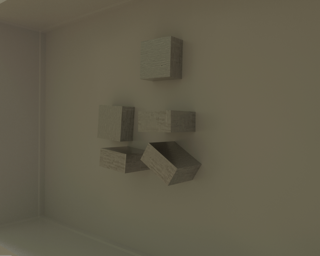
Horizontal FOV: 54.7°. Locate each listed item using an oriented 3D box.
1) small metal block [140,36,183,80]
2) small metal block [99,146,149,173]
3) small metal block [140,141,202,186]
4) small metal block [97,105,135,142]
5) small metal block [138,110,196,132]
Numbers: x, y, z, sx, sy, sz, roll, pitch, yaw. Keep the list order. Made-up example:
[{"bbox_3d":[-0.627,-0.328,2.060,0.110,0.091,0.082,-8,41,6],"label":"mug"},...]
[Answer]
[{"bbox_3d":[0.002,-0.089,0.404,0.050,0.025,0.050,3,92,39],"label":"small metal block"},{"bbox_3d":[-0.047,0.042,0.427,0.050,0.050,0.025,8,95,39],"label":"small metal block"},{"bbox_3d":[0.014,0.041,0.378,0.050,0.050,0.025,40,114,32],"label":"small metal block"},{"bbox_3d":[-0.065,-0.008,0.458,0.050,0.025,0.050,6,94,39],"label":"small metal block"},{"bbox_3d":[0.009,-0.008,0.382,0.050,0.050,0.025,1,91,39],"label":"small metal block"}]
